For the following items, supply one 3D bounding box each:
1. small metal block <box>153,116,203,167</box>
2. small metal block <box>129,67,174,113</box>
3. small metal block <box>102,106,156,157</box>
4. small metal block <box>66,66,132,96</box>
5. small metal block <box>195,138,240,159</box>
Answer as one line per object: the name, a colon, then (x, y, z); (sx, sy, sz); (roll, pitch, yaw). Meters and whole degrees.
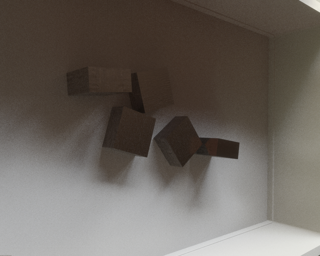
small metal block: (0.026, 0.018, 0.431); (0.050, 0.025, 0.050); (-45, 117, -31)
small metal block: (-0.013, -0.049, 0.398); (0.050, 0.025, 0.050); (-19, 103, -39)
small metal block: (-0.037, 0.005, 0.378); (0.050, 0.025, 0.050); (21, 77, -39)
small metal block: (-0.066, -0.049, 0.336); (0.050, 0.050, 0.025); (-6, 94, -40)
small metal block: (0.082, 0.030, 0.461); (0.050, 0.050, 0.025); (11, 83, -40)
